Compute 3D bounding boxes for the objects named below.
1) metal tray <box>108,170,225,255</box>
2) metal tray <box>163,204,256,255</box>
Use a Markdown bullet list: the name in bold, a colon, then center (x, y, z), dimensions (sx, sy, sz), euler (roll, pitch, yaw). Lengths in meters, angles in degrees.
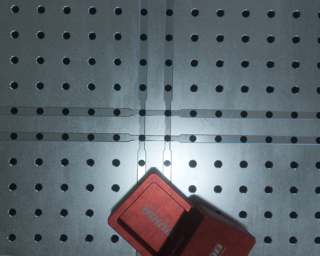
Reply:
- **metal tray**: center (0.008, 0.131, 0.411), dimensions (0.130, 0.030, 0.090), euler (43, 90, -1)
- **metal tray**: center (0.051, 0.173, 0.394), dimensions (0.090, 0.030, 0.130), euler (32, 91, -23)
